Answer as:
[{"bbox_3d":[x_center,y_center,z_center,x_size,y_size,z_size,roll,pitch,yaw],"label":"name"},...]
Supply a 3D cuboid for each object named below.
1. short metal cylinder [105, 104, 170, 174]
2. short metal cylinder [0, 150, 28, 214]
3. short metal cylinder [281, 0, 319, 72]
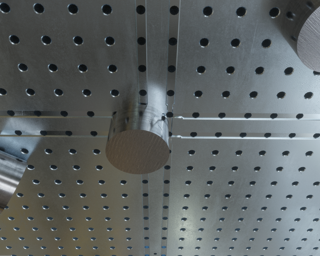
[{"bbox_3d":[-0.028,0.016,0.408,0.081,0.050,0.079,0,130,0],"label":"short metal cylinder"},{"bbox_3d":[-0.230,0.074,0.436,0.050,0.080,0.080,29,124,-23],"label":"short metal cylinder"},{"bbox_3d":[0.170,-0.103,0.309,0.081,0.050,0.079,0,130,0],"label":"short metal cylinder"}]
